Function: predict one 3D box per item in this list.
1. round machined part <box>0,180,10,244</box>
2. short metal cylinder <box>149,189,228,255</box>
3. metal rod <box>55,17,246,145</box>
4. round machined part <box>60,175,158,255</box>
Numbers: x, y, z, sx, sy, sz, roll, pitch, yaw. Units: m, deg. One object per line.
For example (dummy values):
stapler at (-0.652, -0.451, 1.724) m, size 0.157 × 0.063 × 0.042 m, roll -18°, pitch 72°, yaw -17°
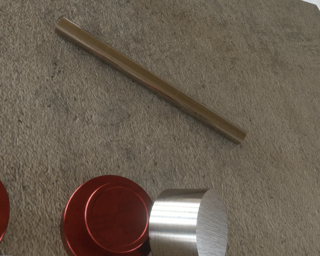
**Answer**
round machined part at (-0.177, 0.076, 0.251) m, size 0.099 × 0.042 × 0.098 m, roll 14°, pitch 56°, yaw -21°
short metal cylinder at (0.032, 0.103, 0.319) m, size 0.080 × 0.050 × 0.080 m, roll 18°, pitch 69°, yaw -56°
metal rod at (-0.007, -0.062, 0.439) m, size 0.301 × 0.025 × 0.025 m, roll 31°, pitch 52°, yaw -9°
round machined part at (-0.046, 0.093, 0.312) m, size 0.099 × 0.042 × 0.098 m, roll 14°, pitch 56°, yaw -21°
